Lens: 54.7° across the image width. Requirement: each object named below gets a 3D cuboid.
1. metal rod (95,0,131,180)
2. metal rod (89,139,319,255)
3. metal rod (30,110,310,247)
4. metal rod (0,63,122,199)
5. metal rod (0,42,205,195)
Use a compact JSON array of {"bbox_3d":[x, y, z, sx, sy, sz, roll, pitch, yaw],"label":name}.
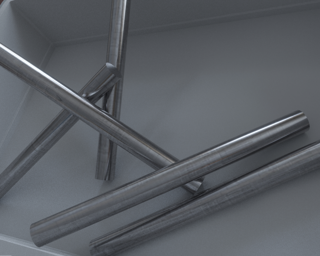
[{"bbox_3d":[-0.059,-0.082,0.408,0.025,0.025,0.298,4,88,30],"label":"metal rod"},{"bbox_3d":[0.058,0.075,0.328,0.301,0.025,0.025,-26,53,11],"label":"metal rod"},{"bbox_3d":[0.014,0.050,0.323,0.302,0.025,0.025,-23,52,-3],"label":"metal rod"},{"bbox_3d":[-0.162,0.022,0.425,0.299,0.025,0.025,-41,50,19],"label":"metal rod"},{"bbox_3d":[-0.081,-0.016,0.366,0.301,0.025,0.025,33,79,8],"label":"metal rod"}]
